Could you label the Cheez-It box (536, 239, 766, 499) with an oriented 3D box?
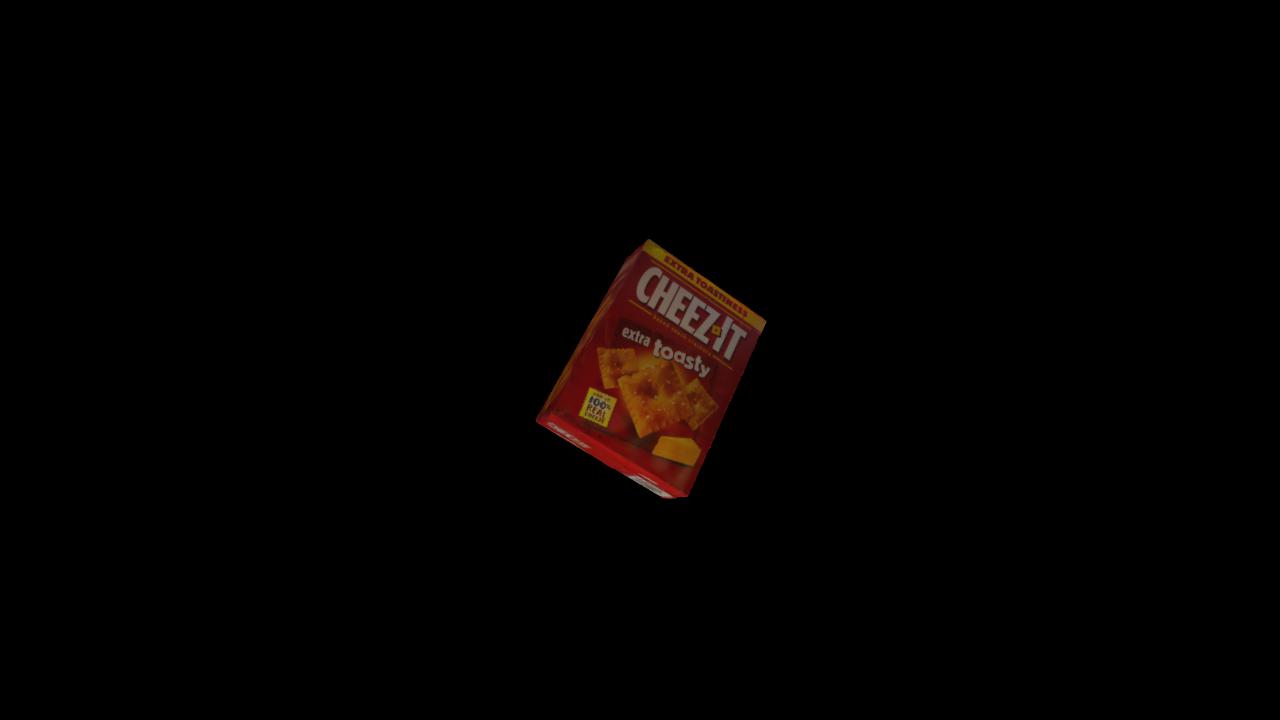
[{"bbox_3d":[0.018,0.009,0.651,0.166,0.223,0.071,34,-23,-14],"label":"Cheez-It box"}]
